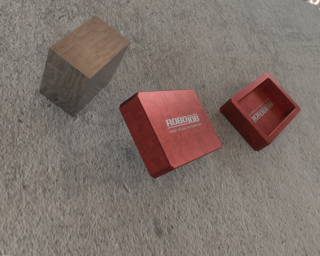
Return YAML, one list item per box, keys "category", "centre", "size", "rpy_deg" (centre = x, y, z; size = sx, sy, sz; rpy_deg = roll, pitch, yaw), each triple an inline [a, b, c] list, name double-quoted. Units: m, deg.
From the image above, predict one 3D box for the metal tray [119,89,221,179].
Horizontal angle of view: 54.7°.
- category: "metal tray"
  centre: [0.019, 0.000, 0.377]
  size: [0.131, 0.030, 0.090]
  rpy_deg: [-13, 75, -55]

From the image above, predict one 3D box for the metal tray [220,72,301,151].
- category: "metal tray"
  centre: [0.169, -0.031, 0.512]
  size: [0.131, 0.030, 0.090]
  rpy_deg: [-34, 81, -38]

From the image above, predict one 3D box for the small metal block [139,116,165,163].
- category: "small metal block"
  centre: [-0.008, 0.014, 0.372]
  size: [0.025, 0.050, 0.050]
  rpy_deg: [-12, 65, -1]

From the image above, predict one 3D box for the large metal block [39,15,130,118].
- category: "large metal block"
  centre: [-0.089, -0.071, 0.365]
  size: [0.050, 0.080, 0.080]
  rpy_deg: [38, 51, -4]
